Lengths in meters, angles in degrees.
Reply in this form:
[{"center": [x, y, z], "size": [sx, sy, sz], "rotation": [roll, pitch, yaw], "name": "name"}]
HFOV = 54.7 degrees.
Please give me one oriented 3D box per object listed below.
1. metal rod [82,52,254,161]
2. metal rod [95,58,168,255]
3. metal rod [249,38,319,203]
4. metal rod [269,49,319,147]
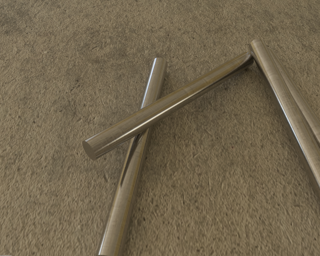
[{"center": [0.031, -0.043, 0.416], "size": [0.302, 0.025, 0.025], "rotation": [-32, 57, -32], "name": "metal rod"}, {"center": [-0.025, 0.013, 0.392], "size": [0.025, 0.025, 0.300], "rotation": [7, 50, 6], "name": "metal rod"}, {"center": [0.172, -0.012, 0.402], "size": [0.025, 0.025, 0.300], "rotation": [-6, 54, -5], "name": "metal rod"}, {"center": [0.198, -0.004, 0.407], "size": [0.025, 0.025, 0.300], "rotation": [-7, 50, -6], "name": "metal rod"}]
